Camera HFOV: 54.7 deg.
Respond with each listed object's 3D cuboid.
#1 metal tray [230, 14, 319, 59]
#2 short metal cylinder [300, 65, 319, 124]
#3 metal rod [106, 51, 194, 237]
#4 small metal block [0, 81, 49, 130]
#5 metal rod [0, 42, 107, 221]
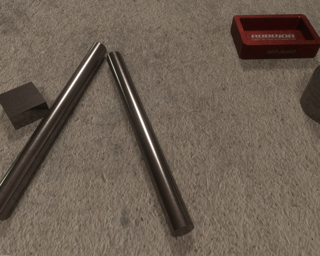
[{"bbox_3d":[0.197,-0.159,0.536,0.131,0.030,0.090,-2,50,-2],"label":"metal tray"},{"bbox_3d":[0.245,-0.046,0.429,0.081,0.050,0.080,0,50,0],"label":"short metal cylinder"},{"bbox_3d":[-0.025,-0.004,0.405,0.025,0.025,0.299,-14,52,-12],"label":"metal rod"},{"bbox_3d":[-0.188,-0.032,0.427,0.050,0.025,0.050,-30,56,-23],"label":"small metal block"},{"bbox_3d":[-0.137,-0.020,0.417,0.025,0.025,0.300,11,51,9],"label":"metal rod"}]
